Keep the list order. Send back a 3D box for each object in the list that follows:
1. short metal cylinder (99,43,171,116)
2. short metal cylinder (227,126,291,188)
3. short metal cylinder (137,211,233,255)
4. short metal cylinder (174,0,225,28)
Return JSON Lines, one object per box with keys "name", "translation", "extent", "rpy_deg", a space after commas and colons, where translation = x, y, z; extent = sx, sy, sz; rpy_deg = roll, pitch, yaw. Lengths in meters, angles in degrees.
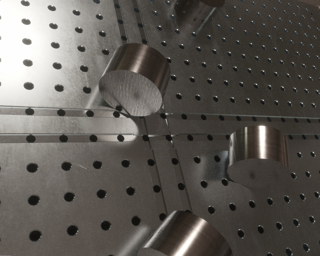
{"name": "short metal cylinder", "translation": [-0.031, -0.060, 0.394], "extent": [0.080, 0.080, 0.050], "rpy_deg": [26, 53, -13]}
{"name": "short metal cylinder", "translation": [0.133, 0.041, 0.422], "extent": [0.080, 0.080, 0.050], "rpy_deg": [22, 53, -15]}
{"name": "short metal cylinder", "translation": [0.025, 0.130, 0.308], "extent": [0.080, 0.080, 0.050], "rpy_deg": [46, 51, 3]}
{"name": "short metal cylinder", "translation": [0.073, -0.235, 0.577], "extent": [0.081, 0.050, 0.080], "rpy_deg": [14, 56, -21]}
